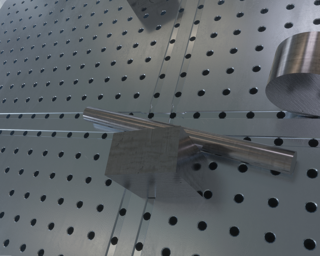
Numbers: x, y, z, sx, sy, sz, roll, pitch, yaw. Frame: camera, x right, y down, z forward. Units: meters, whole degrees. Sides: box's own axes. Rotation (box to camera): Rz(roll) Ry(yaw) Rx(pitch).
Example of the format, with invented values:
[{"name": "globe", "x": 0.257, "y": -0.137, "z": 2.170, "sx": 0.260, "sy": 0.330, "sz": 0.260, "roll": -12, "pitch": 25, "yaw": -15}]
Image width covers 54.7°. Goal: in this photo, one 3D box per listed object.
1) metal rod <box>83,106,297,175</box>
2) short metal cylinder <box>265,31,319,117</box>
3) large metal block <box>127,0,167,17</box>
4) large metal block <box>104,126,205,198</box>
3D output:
[{"name": "metal rod", "x": 0.013, "y": 0.007, "z": 0.396, "sx": 0.300, "sy": 0.025, "sz": 0.025, "roll": 13, "pitch": 69, "yaw": 33}, {"name": "short metal cylinder", "x": 0.157, "y": -0.054, "z": 0.323, "sx": 0.080, "sy": 0.080, "sz": 0.050, "roll": 8, "pitch": 66, "yaw": 32}, {"name": "large metal block", "x": -0.025, "y": -0.265, "z": 0.568, "sx": 0.080, "sy": 0.050, "sz": 0.080, "roll": -24, "pitch": 53, "yaw": 13}, {"name": "large metal block", "x": -0.002, "y": 0.042, "z": 0.348, "sx": 0.080, "sy": 0.080, "sz": 0.050, "roll": -6, "pitch": 59, "yaw": 25}]
